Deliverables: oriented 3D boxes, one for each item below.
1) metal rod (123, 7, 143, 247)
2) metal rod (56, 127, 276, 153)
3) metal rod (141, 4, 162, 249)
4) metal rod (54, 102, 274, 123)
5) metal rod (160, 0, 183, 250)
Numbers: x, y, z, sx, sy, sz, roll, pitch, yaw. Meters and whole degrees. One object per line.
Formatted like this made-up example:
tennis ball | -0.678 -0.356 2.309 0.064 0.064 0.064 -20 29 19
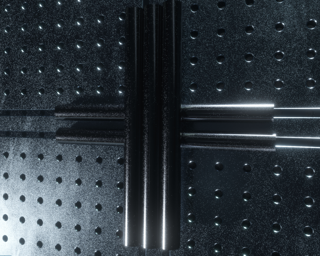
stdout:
metal rod | -0.033 -0.001 0.397 0.025 0.025 0.298 1 90 19
metal rod | -0.006 0.014 0.414 0.301 0.025 0.025 1 91 19
metal rod | -0.010 -0.002 0.389 0.025 0.025 0.298 1 90 19
metal rod | -0.008 -0.021 0.415 0.301 0.025 0.025 1 91 19
metal rod | 0.014 -0.003 0.381 0.025 0.025 0.298 1 90 19
